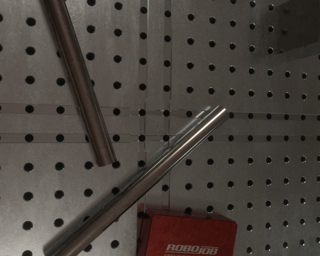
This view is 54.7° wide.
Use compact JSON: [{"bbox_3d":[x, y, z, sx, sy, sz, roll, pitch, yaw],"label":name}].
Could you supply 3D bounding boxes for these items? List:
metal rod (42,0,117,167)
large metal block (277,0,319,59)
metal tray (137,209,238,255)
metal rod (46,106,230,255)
[{"bbox_3d":[-0.109,-0.097,0.372,0.025,0.025,0.298,-19,97,-19],"label":"metal rod"},{"bbox_3d":[0.227,-0.156,0.469,0.050,0.080,0.079,4,89,-20],"label":"large metal block"},{"bbox_3d":[0.038,0.165,0.425,0.131,0.030,0.090,11,86,-20],"label":"metal tray"},{"bbox_3d":[-0.020,0.070,0.406,0.301,0.025,0.025,-40,103,-16],"label":"metal rod"}]
